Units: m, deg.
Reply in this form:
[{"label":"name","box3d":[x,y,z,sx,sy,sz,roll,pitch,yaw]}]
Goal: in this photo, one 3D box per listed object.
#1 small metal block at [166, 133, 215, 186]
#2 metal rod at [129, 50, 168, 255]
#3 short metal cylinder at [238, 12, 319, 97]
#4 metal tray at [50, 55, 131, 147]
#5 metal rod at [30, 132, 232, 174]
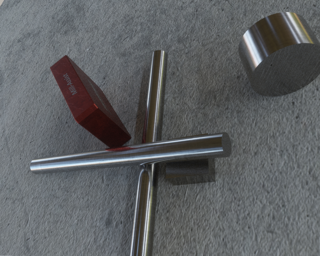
[{"label":"small metal block","box3d":[0.036,0.037,0.362,0.050,0.025,0.050,-10,57,22]},{"label":"metal rod","box3d":[-0.011,0.020,0.397,0.025,0.025,0.299,-9,57,23]},{"label":"short metal cylinder","box3d":[0.134,-0.080,0.347,0.080,0.080,0.050,-20,54,16]},{"label":"metal tray","box3d":[-0.098,-0.036,0.435,0.030,0.090,0.130,-39,51,2]},{"label":"metal rod","box3d":[-0.059,0.037,0.386,0.300,0.025,0.025,-9,57,32]}]
